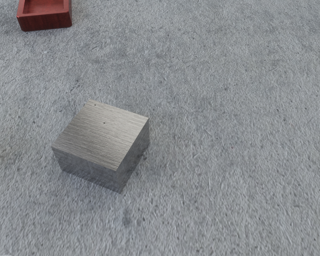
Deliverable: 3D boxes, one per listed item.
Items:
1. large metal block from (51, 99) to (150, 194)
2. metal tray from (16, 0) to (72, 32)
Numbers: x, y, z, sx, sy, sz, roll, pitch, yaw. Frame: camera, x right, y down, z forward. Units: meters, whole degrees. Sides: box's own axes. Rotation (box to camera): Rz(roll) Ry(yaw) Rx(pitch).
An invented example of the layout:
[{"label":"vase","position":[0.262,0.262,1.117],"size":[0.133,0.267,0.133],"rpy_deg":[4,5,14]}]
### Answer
[{"label":"large metal block","position":[-0.066,0.020,0.370],"size":[0.080,0.050,0.080],"rpy_deg":[18,52,15]},{"label":"metal tray","position":[-0.220,-0.239,0.598],"size":[0.091,0.030,0.130],"rpy_deg":[-8,51,-7]}]
